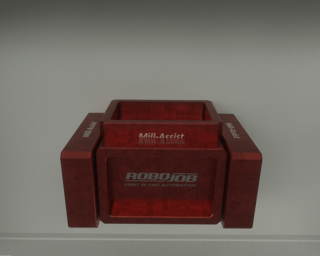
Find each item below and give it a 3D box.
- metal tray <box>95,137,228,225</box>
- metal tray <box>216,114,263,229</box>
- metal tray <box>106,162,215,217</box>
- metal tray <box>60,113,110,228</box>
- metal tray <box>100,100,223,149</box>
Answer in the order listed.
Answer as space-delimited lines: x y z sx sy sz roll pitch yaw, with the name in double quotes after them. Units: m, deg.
0.001 0.057 0.331 0.131 0.030 0.089 1 110 -1 "metal tray"
0.082 0.044 0.370 0.030 0.130 0.089 1 111 0 "metal tray"
0.001 0.076 0.401 0.131 0.090 0.030 0 110 0 "metal tray"
-0.080 0.043 0.369 0.030 0.130 0.089 1 111 0 "metal tray"
0.002 -0.007 0.371 0.131 0.090 0.030 0 111 0 "metal tray"
